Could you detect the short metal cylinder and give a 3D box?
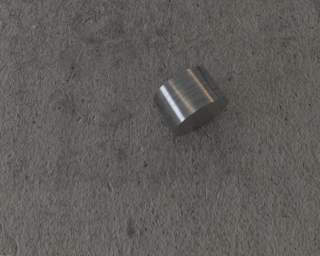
[{"bbox_3d":[0.039,-0.032,0.391,0.080,0.080,0.050,-28,73,-10],"label":"short metal cylinder"}]
